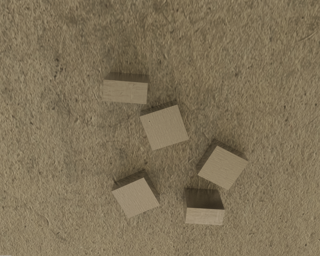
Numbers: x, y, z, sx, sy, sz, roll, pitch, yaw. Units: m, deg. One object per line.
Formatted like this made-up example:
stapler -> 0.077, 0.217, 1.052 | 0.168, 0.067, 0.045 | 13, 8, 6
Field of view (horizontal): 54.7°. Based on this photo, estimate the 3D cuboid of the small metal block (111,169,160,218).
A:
small metal block -> -0.034, 0.094, 0.444 | 0.050, 0.025, 0.050 | -25, 108, 8

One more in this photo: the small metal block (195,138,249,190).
small metal block -> 0.085, 0.050, 0.429 | 0.050, 0.025, 0.050 | 27, 108, -10

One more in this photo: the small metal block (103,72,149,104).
small metal block -> -0.040, -0.050, 0.378 | 0.050, 0.050, 0.025 | 4, 110, -2

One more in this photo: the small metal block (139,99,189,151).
small metal block -> 0.006, -0.004, 0.408 | 0.050, 0.025, 0.050 | -18, 109, 6

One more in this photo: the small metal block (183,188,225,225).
small metal block -> 0.060, 0.110, 0.437 | 0.050, 0.050, 0.025 | 4, 110, -2
